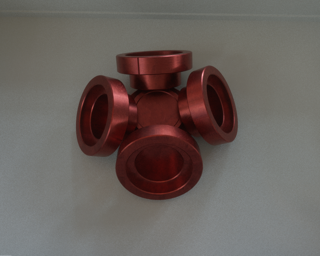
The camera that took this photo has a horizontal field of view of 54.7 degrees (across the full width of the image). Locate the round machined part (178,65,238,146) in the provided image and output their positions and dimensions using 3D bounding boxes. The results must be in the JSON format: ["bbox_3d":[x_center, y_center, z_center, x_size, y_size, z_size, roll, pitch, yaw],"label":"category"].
[{"bbox_3d":[0.058,-0.025,0.390,0.042,0.098,0.098,-16,66,32],"label":"round machined part"}]

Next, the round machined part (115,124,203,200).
[{"bbox_3d":[-0.001,0.036,0.366,0.099,0.097,0.042,-1,34,-1],"label":"round machined part"}]

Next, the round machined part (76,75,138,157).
[{"bbox_3d":[-0.064,-0.013,0.383,0.042,0.098,0.098,9,65,-37],"label":"round machined part"}]

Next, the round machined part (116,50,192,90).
[{"bbox_3d":[-0.007,-0.077,0.407,0.099,0.098,0.042,-3,108,-2],"label":"round machined part"}]

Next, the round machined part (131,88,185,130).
[{"bbox_3d":[-0.003,-0.014,0.403,0.099,0.042,0.098,0,70,-1],"label":"round machined part"}]
